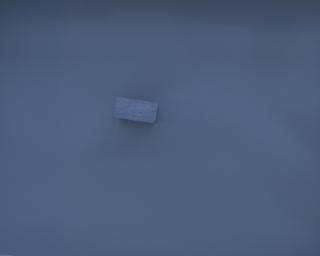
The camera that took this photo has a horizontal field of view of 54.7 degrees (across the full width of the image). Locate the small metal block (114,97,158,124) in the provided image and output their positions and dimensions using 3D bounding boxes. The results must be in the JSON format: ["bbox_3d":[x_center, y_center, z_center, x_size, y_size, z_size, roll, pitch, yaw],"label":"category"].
[{"bbox_3d":[-0.029,-0.022,0.399,0.050,0.050,0.025,9,90,-1],"label":"small metal block"}]
